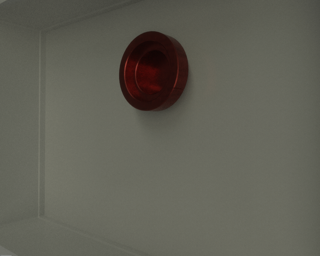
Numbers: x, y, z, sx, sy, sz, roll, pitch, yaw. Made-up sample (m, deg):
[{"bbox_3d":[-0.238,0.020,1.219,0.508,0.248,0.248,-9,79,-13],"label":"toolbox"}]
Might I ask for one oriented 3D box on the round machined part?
[{"bbox_3d":[-0.003,-0.070,0.397,0.098,0.042,0.097,0,90,39],"label":"round machined part"}]
